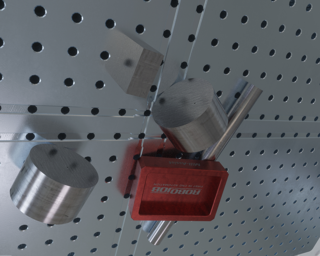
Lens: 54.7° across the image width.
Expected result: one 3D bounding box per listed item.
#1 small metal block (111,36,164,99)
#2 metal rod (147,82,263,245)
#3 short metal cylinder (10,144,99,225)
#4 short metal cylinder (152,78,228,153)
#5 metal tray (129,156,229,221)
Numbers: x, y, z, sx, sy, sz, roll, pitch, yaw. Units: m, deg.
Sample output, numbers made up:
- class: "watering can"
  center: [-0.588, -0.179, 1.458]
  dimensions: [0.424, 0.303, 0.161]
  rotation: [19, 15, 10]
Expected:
- class: "small metal block"
  center: [-0.026, -0.067, 0.339]
  dimensions: [0.025, 0.050, 0.050]
  rotation: [11, 113, -33]
- class: "metal rod"
  center: [0.064, 0.064, 0.485]
  dimensions: [0.025, 0.025, 0.298]
  rotation: [21, 107, -36]
- class: "short metal cylinder"
  center: [-0.118, 0.061, 0.349]
  dimensions: [0.080, 0.080, 0.050]
  rotation: [22, 106, -36]
- class: "short metal cylinder"
  center: [0.038, -0.016, 0.386]
  dimensions: [0.080, 0.080, 0.050]
  rotation: [-39, 129, -2]
- class: "metal tray"
  center: [0.026, 0.091, 0.455]
  dimensions: [0.131, 0.030, 0.089]
  rotation: [6, 112, -17]
